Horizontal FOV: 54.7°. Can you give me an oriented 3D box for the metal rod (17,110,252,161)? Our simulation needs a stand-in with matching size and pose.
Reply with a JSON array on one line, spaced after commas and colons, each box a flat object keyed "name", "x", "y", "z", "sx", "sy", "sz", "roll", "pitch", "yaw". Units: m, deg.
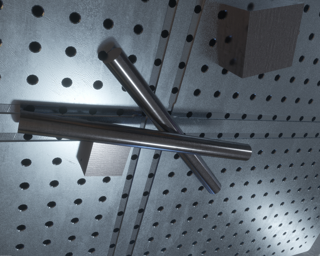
[{"name": "metal rod", "x": -0.012, "y": 0.014, "z": 0.388, "sx": 0.302, "sy": 0.025, "sz": 0.025, "roll": 9, "pitch": 114, "yaw": -24}]

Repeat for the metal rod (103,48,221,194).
[{"name": "metal rod", "x": 0.020, "y": 0.011, "z": 0.431, "sx": 0.025, "sy": 0.025, "sz": 0.300, "roll": -40, "pitch": 130, "yaw": -1}]

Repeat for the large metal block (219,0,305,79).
[{"name": "large metal block", "x": 0.126, "y": -0.117, "z": 0.394, "sx": 0.081, "sy": 0.050, "sz": 0.079, "roll": -16, "pitch": 125, "yaw": -20}]

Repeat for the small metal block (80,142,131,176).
[{"name": "small metal block", "x": -0.069, "y": 0.034, "z": 0.396, "sx": 0.050, "sy": 0.025, "sz": 0.050, "roll": 5, "pitch": 116, "yaw": -31}]
